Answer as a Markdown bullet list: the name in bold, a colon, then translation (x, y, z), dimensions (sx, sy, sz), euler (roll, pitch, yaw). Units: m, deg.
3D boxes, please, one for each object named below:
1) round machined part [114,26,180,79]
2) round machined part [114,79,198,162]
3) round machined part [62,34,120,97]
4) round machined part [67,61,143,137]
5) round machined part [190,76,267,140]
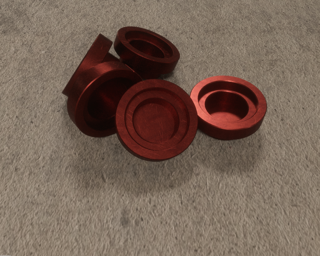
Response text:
- **round machined part**: translation (-0.023, -0.110, 0.469), dimensions (0.099, 0.042, 0.098), euler (17, 37, -13)
- **round machined part**: translation (-0.007, -0.007, 0.380), dimensions (0.099, 0.042, 0.098), euler (2, 78, -10)
- **round machined part**: translation (-0.092, -0.079, 0.433), dimensions (0.042, 0.098, 0.098), euler (32, 49, -19)
- **round machined part**: translation (-0.070, -0.040, 0.388), dimensions (0.099, 0.097, 0.042), euler (-30, 53, -23)
- **round machined part**: translation (0.087, -0.022, 0.412), dimensions (0.099, 0.042, 0.098), euler (0, 50, 0)
